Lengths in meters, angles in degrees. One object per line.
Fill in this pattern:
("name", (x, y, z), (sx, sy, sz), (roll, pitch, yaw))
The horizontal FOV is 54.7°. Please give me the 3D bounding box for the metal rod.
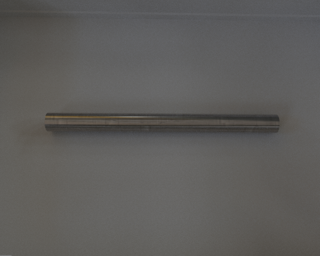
("metal rod", (0.003, -0.007, 0.410), (0.302, 0.025, 0.025), (0, 70, -1))
